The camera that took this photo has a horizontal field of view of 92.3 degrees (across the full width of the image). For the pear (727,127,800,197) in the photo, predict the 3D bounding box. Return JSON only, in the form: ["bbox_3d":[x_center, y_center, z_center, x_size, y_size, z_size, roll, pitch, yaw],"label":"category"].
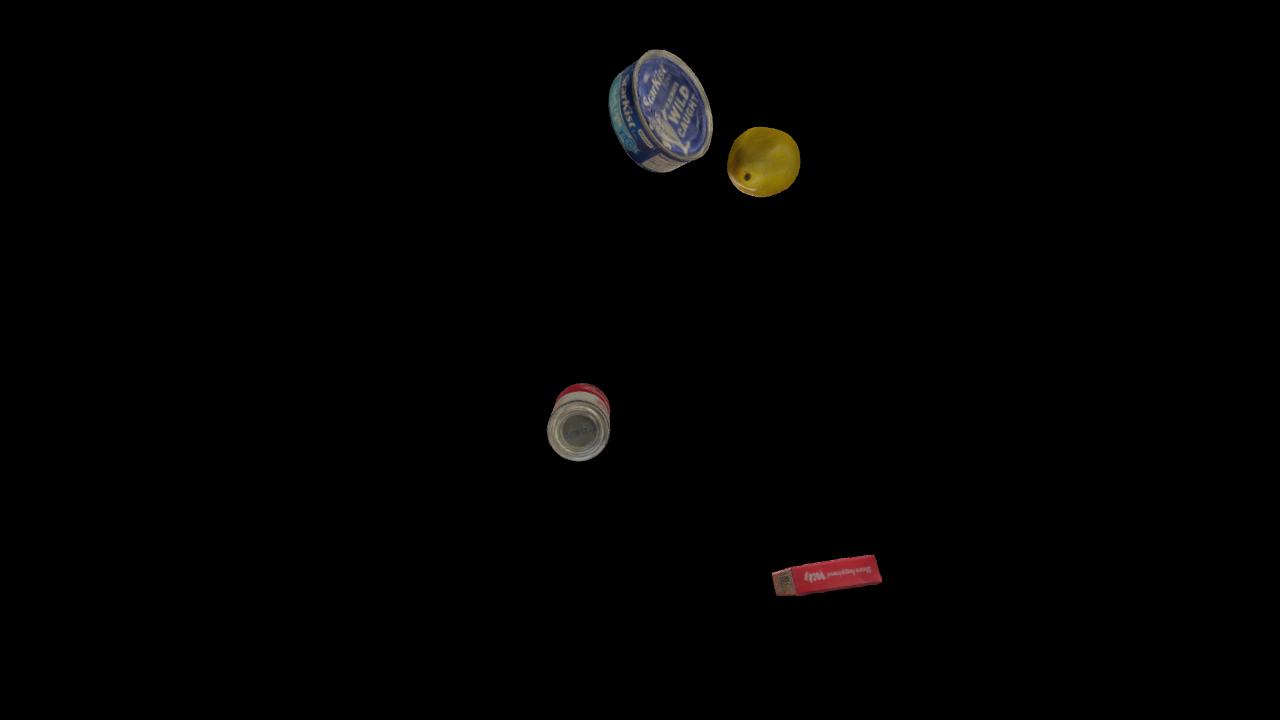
[{"bbox_3d":[0.123,-0.206,0.664,0.080,0.080,0.111,0,28,41],"label":"pear"}]

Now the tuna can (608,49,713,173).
[{"bbox_3d":[0.016,-0.188,0.470,0.084,0.084,0.034,0,-7,-43],"label":"tuna can"}]

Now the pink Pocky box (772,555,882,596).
[{"bbox_3d":[0.194,0.233,0.659,0.084,0.029,0.155,-9,-21,1],"label":"pink Pocky box"}]

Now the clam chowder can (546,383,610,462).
[{"bbox_3d":[-0.067,0.067,0.686,0.068,0.068,0.102,0,8,-2],"label":"clam chowder can"}]
